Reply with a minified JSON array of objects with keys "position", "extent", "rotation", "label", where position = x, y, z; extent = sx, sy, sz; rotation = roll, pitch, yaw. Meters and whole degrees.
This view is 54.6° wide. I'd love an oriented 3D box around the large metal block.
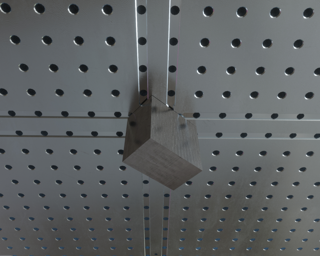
[{"position":[0.003,0.019,0.391],"extent":[0.080,0.080,0.050],"rotation":[34,123,-26],"label":"large metal block"}]
